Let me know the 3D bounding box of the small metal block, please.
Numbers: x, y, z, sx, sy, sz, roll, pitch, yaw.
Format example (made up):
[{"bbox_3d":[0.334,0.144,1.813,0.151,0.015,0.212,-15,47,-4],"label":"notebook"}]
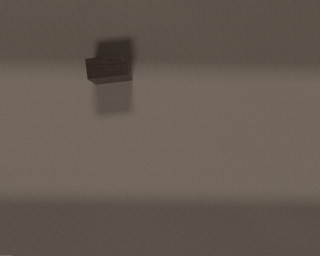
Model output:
[{"bbox_3d":[-0.064,-0.074,0.398,0.050,0.050,0.025,-7,90,0],"label":"small metal block"}]
